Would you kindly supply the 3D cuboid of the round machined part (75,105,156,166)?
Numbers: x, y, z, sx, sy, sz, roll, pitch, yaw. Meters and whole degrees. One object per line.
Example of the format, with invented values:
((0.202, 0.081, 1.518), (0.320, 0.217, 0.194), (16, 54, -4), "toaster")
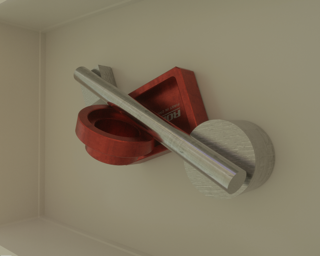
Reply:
((-0.055, 0.011, 0.383), (0.098, 0.099, 0.042), (34, 119, 34), "round machined part")

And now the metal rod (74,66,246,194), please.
((-0.025, -0.017, 0.371), (0.300, 0.025, 0.025), (35, 111, 41), "metal rod")

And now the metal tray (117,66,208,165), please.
((-0.005, -0.011, 0.403), (0.130, 0.030, 0.090), (-24, 75, 37), "metal tray")

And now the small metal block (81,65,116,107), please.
((-0.095, -0.063, 0.481), (0.050, 0.025, 0.050), (-28, 73, 36), "small metal block")

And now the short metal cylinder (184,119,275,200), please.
((0.072, 0.031, 0.328), (0.080, 0.050, 0.079), (0, 90, 39), "short metal cylinder")
